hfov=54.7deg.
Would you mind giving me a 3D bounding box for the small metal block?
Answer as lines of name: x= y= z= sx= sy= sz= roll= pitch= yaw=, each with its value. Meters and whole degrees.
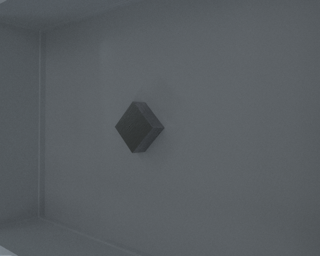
small metal block: x=-0.029 y=-0.001 z=0.429 sx=0.050 sy=0.025 sz=0.050 roll=-51 pitch=60 yaw=27
